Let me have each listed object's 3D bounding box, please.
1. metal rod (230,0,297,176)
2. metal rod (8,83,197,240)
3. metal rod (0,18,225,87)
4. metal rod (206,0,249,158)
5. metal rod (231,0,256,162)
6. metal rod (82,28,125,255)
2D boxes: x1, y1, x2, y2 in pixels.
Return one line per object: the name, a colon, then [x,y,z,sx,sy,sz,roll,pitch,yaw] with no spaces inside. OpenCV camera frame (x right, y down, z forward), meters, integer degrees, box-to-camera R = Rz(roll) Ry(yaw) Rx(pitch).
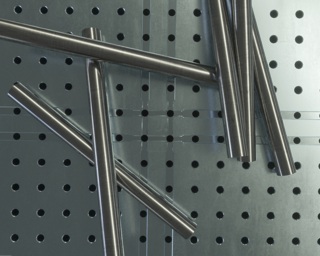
metal rod: [0.130,-0.084,0.414,0.025,0.025,0.299,-15,90,0]
metal rod: [-0.076,0.044,0.412,0.300,0.025,0.025,39,90,0]
metal rod: [-0.056,-0.092,0.387,0.302,0.025,0.025,11,90,-10]
metal rod: [0.078,-0.112,0.393,0.025,0.025,0.299,-6,82,0]
metal rod: [0.105,-0.105,0.394,0.025,0.025,0.298,-4,98,0]
metal rod: [-0.072,0.019,0.391,0.025,0.025,0.299,-7,81,0]
